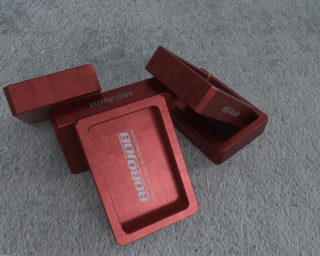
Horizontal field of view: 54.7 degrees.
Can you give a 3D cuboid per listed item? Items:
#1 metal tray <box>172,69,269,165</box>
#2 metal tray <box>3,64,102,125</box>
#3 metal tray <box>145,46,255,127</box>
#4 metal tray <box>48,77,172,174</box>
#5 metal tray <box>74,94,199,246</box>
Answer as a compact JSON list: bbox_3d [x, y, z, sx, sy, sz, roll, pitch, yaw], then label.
[{"bbox_3d":[0.066,-0.022,0.420,0.091,0.030,0.130,-31,57,-24],"label":"metal tray"},{"bbox_3d":[-0.123,-0.036,0.372,0.091,0.130,0.030,-19,92,-16],"label":"metal tray"},{"bbox_3d":[0.053,-0.046,0.371,0.090,0.030,0.131,45,18,30],"label":"metal tray"},{"bbox_3d":[-0.052,-0.002,0.363,0.131,0.089,0.030,-20,53,-16],"label":"metal tray"},{"bbox_3d":[-0.022,0.040,0.314,0.091,0.030,0.129,-20,98,-16],"label":"metal tray"}]
